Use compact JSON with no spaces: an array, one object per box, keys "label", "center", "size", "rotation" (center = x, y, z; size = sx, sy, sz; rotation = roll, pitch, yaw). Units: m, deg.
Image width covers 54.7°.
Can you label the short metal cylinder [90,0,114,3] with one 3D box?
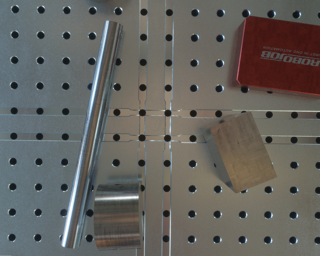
[{"label":"short metal cylinder","center":[-0.079,-0.211,0.400],"size":[0.081,0.050,0.079],"rotation":[0,90,-1]}]

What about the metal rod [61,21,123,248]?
[{"label":"metal rod","center":[-0.090,0.008,0.412],"size":[0.025,0.025,0.298],"rotation":[11,90,-1]}]

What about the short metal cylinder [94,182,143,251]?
[{"label":"short metal cylinder","center":[-0.049,0.109,0.385],"size":[0.050,0.080,0.079],"rotation":[-3,90,0]}]

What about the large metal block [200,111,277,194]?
[{"label":"large metal block","center":[0.094,0.027,0.387],"size":[0.050,0.080,0.080],"rotation":[-22,90,0]}]

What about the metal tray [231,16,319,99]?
[{"label":"metal tray","center":[0.169,-0.092,0.413],"size":[0.131,0.030,0.089],"rotation":[8,90,-1]}]
